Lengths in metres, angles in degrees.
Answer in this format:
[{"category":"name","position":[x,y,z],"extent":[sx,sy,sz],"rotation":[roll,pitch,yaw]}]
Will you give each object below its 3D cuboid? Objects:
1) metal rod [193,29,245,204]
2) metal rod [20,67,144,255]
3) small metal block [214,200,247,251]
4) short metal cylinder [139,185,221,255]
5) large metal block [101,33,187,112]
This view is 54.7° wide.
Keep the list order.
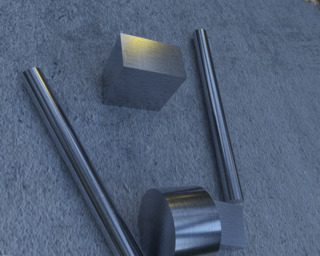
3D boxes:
[{"category":"metal rod","position":[0.083,-0.035,0.471],"extent":[0.025,0.025,0.299],"rotation":[9,58,-24]},{"category":"metal rod","position":[-0.073,0.061,0.328],"extent":[0.025,0.025,0.299],"rotation":[-22,74,-36]},{"category":"small metal block","position":[0.073,0.118,0.373],"extent":[0.050,0.025,0.050],"rotation":[16,55,-20]},{"category":"short metal cylinder","position":[0.017,0.101,0.318],"extent":[0.050,0.080,0.080],"rotation":[2,61,-28]},{"category":"large metal block","position":[-0.024,-0.067,0.398],"extent":[0.081,0.080,0.050],"rotation":[6,59,-26]}]
